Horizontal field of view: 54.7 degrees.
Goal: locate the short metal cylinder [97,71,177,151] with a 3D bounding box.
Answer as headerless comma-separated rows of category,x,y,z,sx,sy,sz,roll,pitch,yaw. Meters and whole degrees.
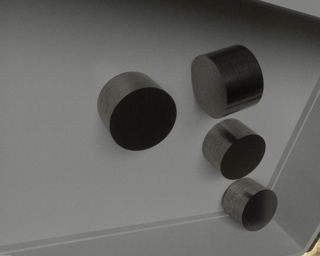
short metal cylinder,-0.028,-0.020,0.365,0.081,0.050,0.079,-14,124,-21

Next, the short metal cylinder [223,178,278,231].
short metal cylinder,0.161,0.135,0.553,0.081,0.050,0.079,-9,110,-25

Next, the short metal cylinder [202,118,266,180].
short metal cylinder,0.112,0.032,0.473,0.081,0.050,0.079,-14,124,-21

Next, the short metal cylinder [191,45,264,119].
short metal cylinder,0.080,-0.057,0.382,0.050,0.080,0.079,-20,126,-17
